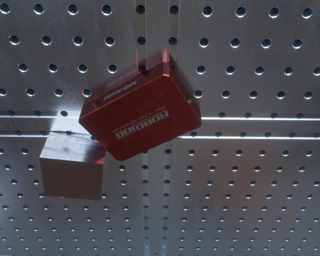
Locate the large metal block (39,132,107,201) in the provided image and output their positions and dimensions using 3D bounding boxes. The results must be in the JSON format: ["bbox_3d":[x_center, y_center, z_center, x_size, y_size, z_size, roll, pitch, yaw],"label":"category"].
[{"bbox_3d":[-0.119,0.056,0.441,0.081,0.050,0.079,7,130,-6],"label":"large metal block"}]

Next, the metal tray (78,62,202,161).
[{"bbox_3d":[-0.024,-0.016,0.395,0.130,0.030,0.090,-25,126,19],"label":"metal tray"}]
